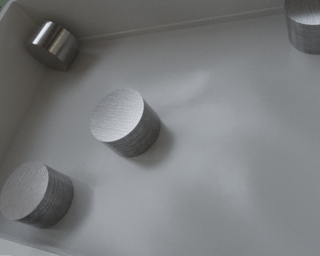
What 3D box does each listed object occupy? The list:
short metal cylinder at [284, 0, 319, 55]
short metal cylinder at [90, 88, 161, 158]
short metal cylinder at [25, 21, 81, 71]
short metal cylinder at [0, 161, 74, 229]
[{"bbox_3d":[0.194,-0.136,0.371,0.080,0.050,0.080,-13,56,21],"label":"short metal cylinder"},{"bbox_3d":[-0.046,-0.006,0.418,0.080,0.050,0.080,-13,56,21],"label":"short metal cylinder"},{"bbox_3d":[-0.193,-0.147,0.563,0.080,0.080,0.050,14,69,34],"label":"short metal cylinder"},{"bbox_3d":[-0.167,0.091,0.422,0.080,0.050,0.080,-13,56,21],"label":"short metal cylinder"}]
